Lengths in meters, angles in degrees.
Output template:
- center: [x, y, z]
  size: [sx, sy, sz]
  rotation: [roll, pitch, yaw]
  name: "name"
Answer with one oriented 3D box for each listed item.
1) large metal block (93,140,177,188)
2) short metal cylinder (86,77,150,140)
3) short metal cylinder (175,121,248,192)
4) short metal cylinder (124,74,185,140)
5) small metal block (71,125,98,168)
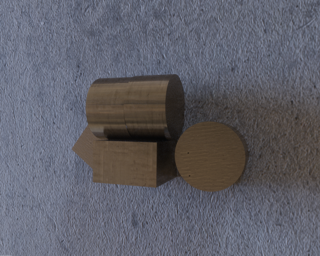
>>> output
- center: [-0.028, 0.040, 0.391]
  size: [0.080, 0.080, 0.050]
  rotation: [1, 91, 20]
  name: "large metal block"
- center: [-0.051, -0.025, 0.400]
  size: [0.050, 0.080, 0.079]
  rotation: [1, 90, 20]
  name: "short metal cylinder"
- center: [0.064, 0.032, 0.374]
  size: [0.080, 0.050, 0.079]
  rotation: [0, 90, 20]
  name: "short metal cylinder"
- center: [-0.004, -0.025, 0.383]
  size: [0.050, 0.080, 0.079]
  rotation: [1, 90, 20]
  name: "short metal cylinder"
- center: [-0.089, 0.026, 0.442]
  size: [0.050, 0.025, 0.050]
  rotation: [39, 102, 15]
  name: "small metal block"
